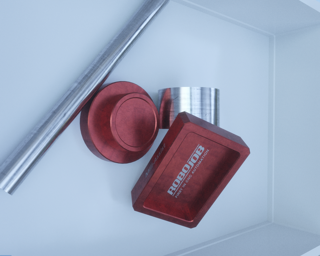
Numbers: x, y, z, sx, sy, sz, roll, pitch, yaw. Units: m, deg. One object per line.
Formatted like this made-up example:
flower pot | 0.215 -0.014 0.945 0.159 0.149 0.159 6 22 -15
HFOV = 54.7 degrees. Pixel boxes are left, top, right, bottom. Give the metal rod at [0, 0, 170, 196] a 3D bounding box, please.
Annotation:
metal rod | -0.072 -0.059 0.347 0.025 0.025 0.300 48 61 -30

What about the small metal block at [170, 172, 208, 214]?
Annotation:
small metal block | 0.042 0.092 0.445 0.050 0.025 0.050 3 88 -40

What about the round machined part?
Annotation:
round machined part | -0.039 -0.006 0.364 0.099 0.042 0.097 0 90 -40

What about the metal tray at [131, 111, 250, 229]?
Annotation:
metal tray | 0.034 0.055 0.372 0.091 0.030 0.129 24 110 -19

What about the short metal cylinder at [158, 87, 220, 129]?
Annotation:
short metal cylinder | 0.037 -0.024 0.404 0.081 0.080 0.050 0 90 -40
